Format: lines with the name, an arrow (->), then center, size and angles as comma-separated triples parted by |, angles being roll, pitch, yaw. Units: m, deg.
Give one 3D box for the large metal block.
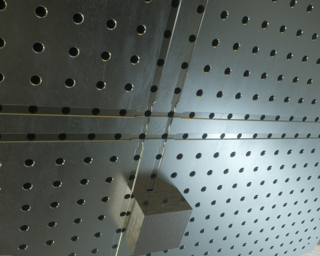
large metal block -> -0.006, 0.144, 0.480 | 0.081, 0.050, 0.079 | 1, 118, -29
